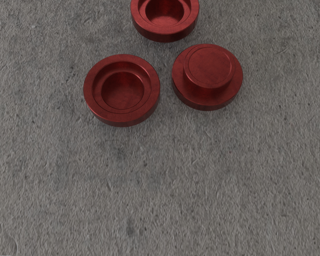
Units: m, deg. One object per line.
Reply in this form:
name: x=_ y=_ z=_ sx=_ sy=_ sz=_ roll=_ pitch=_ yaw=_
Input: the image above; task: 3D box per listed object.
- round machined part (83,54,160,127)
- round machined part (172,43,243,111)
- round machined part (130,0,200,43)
round machined part: x=-0.049 y=-0.046 z=0.415 sx=0.099 sy=0.042 sz=0.098 roll=0 pitch=70 yaw=0
round machined part: x=0.066 y=-0.076 z=0.427 sx=0.099 sy=0.042 sz=0.098 roll=0 pitch=70 yaw=0
round machined part: x=0.007 y=-0.167 z=0.460 sx=0.099 sy=0.042 sz=0.098 roll=0 pitch=70 yaw=0
